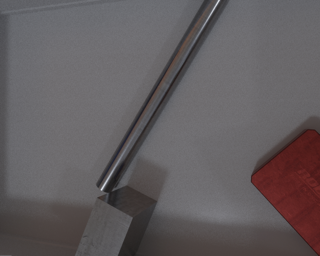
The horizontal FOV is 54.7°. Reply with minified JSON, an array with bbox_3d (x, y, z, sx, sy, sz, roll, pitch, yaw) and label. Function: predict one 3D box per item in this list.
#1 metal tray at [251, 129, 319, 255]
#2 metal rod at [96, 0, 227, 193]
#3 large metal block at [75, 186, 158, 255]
[{"bbox_3d":[0.179,0.076,0.345,0.090,0.030,0.130,-44,77,14],"label":"metal tray"},{"bbox_3d":[-0.002,-0.042,0.410,0.025,0.025,0.299,34,101,16],"label":"metal rod"},{"bbox_3d":[-0.053,0.128,0.399,0.050,0.080,0.080,24,98,18],"label":"large metal block"}]
